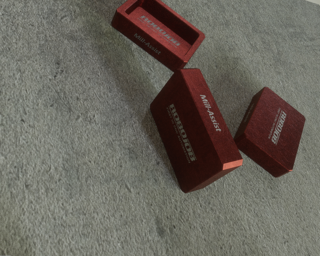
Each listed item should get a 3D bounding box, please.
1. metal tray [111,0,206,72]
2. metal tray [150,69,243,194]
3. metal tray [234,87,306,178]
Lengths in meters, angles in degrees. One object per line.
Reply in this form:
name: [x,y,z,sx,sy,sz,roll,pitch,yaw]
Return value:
metal tray: [0.000,-0.156,0.495,0.130,0.030,0.090,36,51,-4]
metal tray: [0.038,0.004,0.379,0.030,0.090,0.130,-8,66,-32]
metal tray: [0.177,0.003,0.494,0.090,0.030,0.130,38,51,-3]
